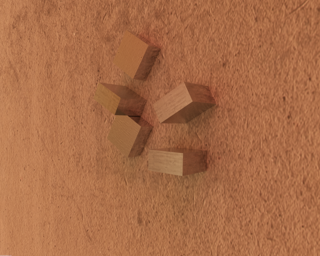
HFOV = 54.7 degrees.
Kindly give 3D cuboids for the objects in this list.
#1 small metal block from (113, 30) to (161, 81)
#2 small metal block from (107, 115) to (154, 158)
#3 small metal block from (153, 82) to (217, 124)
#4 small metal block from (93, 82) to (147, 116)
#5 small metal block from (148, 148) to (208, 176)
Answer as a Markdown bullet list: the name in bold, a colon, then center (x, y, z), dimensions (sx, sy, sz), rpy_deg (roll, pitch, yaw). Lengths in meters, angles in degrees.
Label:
- **small metal block**: center (-0.033, -0.101, 0.433), dimensions (0.050, 0.025, 0.050), rpy_deg (42, 115, 32)
- **small metal block**: center (-0.043, 0.007, 0.441), dimensions (0.050, 0.025, 0.050), rpy_deg (38, 113, 33)
- **small metal block**: center (0.029, -0.028, 0.365), dimensions (0.050, 0.050, 0.025), rpy_deg (-34, 69, 35)
- **small metal block**: center (-0.056, -0.040, 0.435), dimensions (0.050, 0.050, 0.025), rpy_deg (36, 112, 34)
- **small metal block**: center (0.022, 0.039, 0.371), dimensions (0.050, 0.050, 0.025), rpy_deg (3, 92, 40)
